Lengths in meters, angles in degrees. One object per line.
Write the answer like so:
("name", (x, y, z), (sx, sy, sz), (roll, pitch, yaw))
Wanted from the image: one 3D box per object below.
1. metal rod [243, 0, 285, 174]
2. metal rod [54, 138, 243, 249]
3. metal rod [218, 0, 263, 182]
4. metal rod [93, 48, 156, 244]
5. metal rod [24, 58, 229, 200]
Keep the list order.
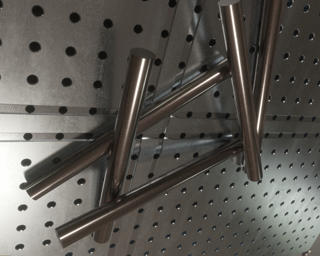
("metal rod", (0.151, -0.050, 0.465), (0.025, 0.025, 0.298), (-17, 125, -19))
("metal rod", (0.006, 0.077, 0.428), (0.302, 0.025, 0.025), (-22, 128, -29))
("metal rod", (0.117, -0.028, 0.427), (0.025, 0.025, 0.299), (-29, 129, -10))
("metal rod", (-0.052, 0.046, 0.382), (0.025, 0.025, 0.298), (-4, 129, -27))
("metal rod", (-0.030, -0.003, 0.393), (0.301, 0.025, 0.025), (-33, 129, -8))
